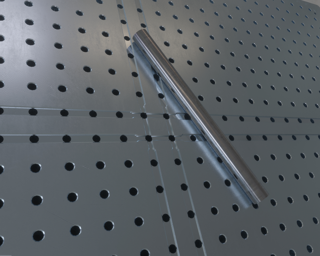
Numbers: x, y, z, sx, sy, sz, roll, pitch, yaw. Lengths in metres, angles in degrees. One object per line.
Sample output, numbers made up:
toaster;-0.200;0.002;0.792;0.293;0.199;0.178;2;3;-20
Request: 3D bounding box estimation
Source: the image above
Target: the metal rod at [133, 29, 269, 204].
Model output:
metal rod;0.053;-0.023;0.450;0.025;0.025;0.299;-27;77;-37
